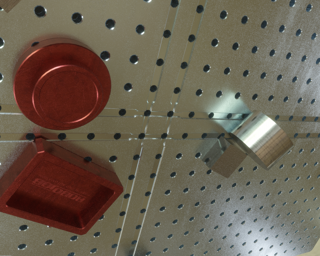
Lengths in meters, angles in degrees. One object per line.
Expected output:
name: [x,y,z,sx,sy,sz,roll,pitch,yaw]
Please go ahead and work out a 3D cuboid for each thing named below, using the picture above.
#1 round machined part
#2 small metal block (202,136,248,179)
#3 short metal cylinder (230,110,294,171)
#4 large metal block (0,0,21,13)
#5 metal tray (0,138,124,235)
round machined part: [-0.098,-0.039,0.322,0.099,0.042,0.097,-14,124,-21]
small metal block: [0.104,0.048,0.497,0.050,0.025,0.050,31,101,-38]
short metal cylinder: [0.153,0.019,0.470,0.050,0.080,0.080,-44,129,2]
large metal block: [-0.122,-0.151,0.235,0.080,0.050,0.080,-43,129,1]
metal tray: [-0.122,0.079,0.389,0.090,0.030,0.130,-49,129,6]
